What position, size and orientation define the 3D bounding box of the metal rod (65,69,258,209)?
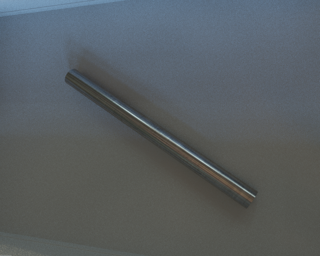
[{"bbox_3d":[-0.010,0.005,0.411,0.300,0.025,0.025,34,101,16],"label":"metal rod"}]
